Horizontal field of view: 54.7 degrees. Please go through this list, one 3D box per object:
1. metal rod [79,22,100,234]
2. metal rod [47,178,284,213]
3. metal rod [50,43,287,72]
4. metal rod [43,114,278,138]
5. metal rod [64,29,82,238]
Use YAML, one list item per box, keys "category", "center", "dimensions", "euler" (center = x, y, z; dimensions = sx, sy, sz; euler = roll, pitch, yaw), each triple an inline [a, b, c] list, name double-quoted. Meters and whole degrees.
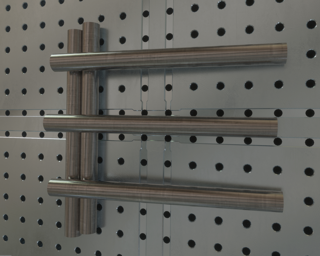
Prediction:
- category: "metal rod"
  center: [-0.101, 0.000, 0.446]
  dimensions: [0.025, 0.025, 0.298]
  euler: [1, 90, 19]
- category: "metal rod"
  center: [-0.003, 0.085, 0.397]
  dimensions: [0.301, 0.025, 0.025]
  euler: [1, 90, 13]
- category: "metal rod"
  center: [0.000, -0.089, 0.396]
  dimensions: [0.301, 0.025, 0.025]
  euler: [1, 90, 13]
- category: "metal rod"
  center: [-0.010, -0.004, 0.399]
  dimensions: [0.301, 0.025, 0.025]
  euler: [1, 91, 13]
- category: "metal rod"
  center: [-0.125, 0.008, 0.454]
  dimensions: [0.025, 0.025, 0.298]
  euler: [1, 90, 19]
